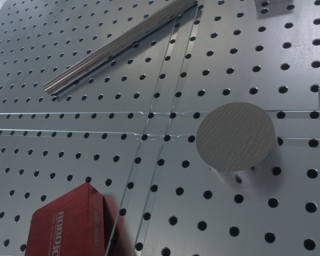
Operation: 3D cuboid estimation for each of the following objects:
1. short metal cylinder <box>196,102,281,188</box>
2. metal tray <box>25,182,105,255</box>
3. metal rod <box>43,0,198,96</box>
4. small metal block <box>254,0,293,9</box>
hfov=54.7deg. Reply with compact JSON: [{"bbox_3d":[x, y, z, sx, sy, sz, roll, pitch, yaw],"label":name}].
[{"bbox_3d":[0.085,0.019,0.336,0.080,0.050,0.080,-13,56,21],"label":"short metal cylinder"},{"bbox_3d":[-0.110,0.135,0.357,0.090,0.030,0.130,-30,35,9],"label":"metal tray"},{"bbox_3d":[-0.072,-0.143,0.533,0.300,0.025,0.025,-30,52,8],"label":"metal rod"},{"bbox_3d":[0.164,-0.205,0.448,0.050,0.025,0.050,-3,60,27],"label":"small metal block"}]
